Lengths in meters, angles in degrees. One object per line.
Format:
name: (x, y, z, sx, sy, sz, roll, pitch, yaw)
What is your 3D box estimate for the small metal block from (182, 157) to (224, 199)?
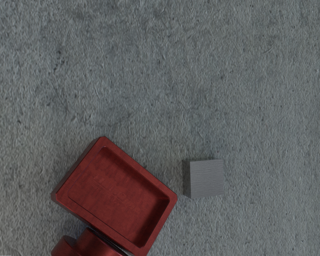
small metal block: (0.060, 0.069, 0.433, 0.050, 0.025, 0.050, -2, 91, -20)

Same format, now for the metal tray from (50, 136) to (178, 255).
metal tray: (-0.051, 0.084, 0.376, 0.130, 0.030, 0.090, 42, 62, -16)

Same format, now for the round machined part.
round machined part: (-0.068, 0.148, 0.346, 0.098, 0.098, 0.042, 41, 72, -16)
